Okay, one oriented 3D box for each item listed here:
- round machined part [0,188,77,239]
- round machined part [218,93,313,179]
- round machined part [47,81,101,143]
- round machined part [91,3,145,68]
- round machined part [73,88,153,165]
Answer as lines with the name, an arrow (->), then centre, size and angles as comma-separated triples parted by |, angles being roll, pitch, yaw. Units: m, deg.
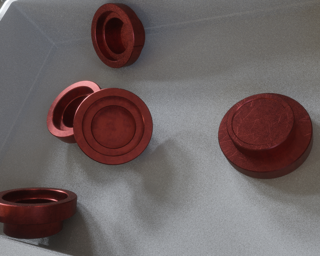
round machined part -> -0.155, 0.105, 0.384 | 0.098, 0.099, 0.042 | 4, 91, 30
round machined part -> 0.111, 0.002, 0.336 | 0.098, 0.042, 0.098 | -13, 56, 21
round machined part -> -0.118, -0.020, 0.469 | 0.098, 0.042, 0.098 | -13, 56, 21
round machined part -> -0.062, -0.148, 0.496 | 0.098, 0.097, 0.042 | 19, 29, 35
round machined part -> -0.061, 0.000, 0.406 | 0.099, 0.042, 0.097 | 1, 82, -9
